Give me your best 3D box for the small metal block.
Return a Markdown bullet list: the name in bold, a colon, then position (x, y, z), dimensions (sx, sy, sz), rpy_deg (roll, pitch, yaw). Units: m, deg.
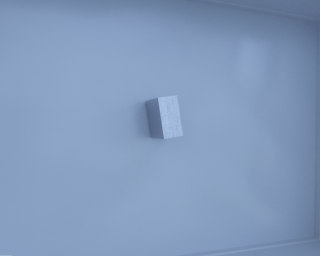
- **small metal block**: position (0.004, -0.013, 0.395), dimensions (0.025, 0.050, 0.050), rpy_deg (-9, 93, -20)
